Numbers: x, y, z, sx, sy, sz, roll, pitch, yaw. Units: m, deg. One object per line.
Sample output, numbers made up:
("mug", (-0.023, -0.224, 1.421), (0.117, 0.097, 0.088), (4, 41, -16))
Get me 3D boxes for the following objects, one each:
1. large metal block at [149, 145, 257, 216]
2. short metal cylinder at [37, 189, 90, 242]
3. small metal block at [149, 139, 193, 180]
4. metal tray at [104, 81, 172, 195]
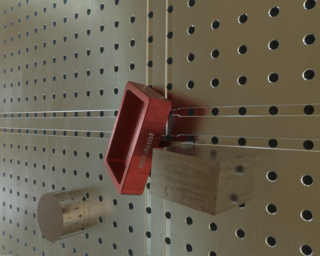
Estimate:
("large metal block", (0.047, 0.050, 0.335), (0.080, 0.081, 0.050), (8, 96, 39))
("short metal cylinder", (-0.166, 0.147, 0.530), (0.080, 0.050, 0.079), (0, 90, 40))
("small metal block", (0.014, 0.040, 0.398), (0.050, 0.025, 0.050), (3, 92, 40))
("metal tray", (-0.034, 0.012, 0.412), (0.090, 0.030, 0.129), (43, 118, 58))
